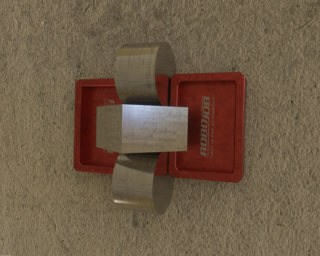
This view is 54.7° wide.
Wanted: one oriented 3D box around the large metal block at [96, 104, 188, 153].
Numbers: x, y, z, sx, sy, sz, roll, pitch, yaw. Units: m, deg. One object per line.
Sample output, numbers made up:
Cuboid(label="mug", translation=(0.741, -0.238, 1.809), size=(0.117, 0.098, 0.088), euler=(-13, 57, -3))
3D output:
Cuboid(label="large metal block", translation=(-0.023, 0.000, 0.367), size=(0.080, 0.081, 0.050), euler=(3, 93, 60))

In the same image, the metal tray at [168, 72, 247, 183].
Cuboid(label="metal tray", translation=(0.059, -0.002, 0.387), size=(0.090, 0.030, 0.129), euler=(2, 91, 19))

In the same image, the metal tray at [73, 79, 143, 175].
Cuboid(label="metal tray", translation=(-0.073, -0.002, 0.434), size=(0.090, 0.030, 0.129), euler=(2, 91, 19))

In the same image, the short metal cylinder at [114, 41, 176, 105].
Cuboid(label="short metal cylinder", translation=(-0.015, -0.065, 0.386), size=(0.050, 0.080, 0.079), euler=(2, 91, 20))

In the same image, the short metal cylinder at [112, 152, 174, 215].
Cuboid(label="short metal cylinder", translation=(-0.018, 0.065, 0.387), size=(0.050, 0.080, 0.079), euler=(2, 91, 20))
